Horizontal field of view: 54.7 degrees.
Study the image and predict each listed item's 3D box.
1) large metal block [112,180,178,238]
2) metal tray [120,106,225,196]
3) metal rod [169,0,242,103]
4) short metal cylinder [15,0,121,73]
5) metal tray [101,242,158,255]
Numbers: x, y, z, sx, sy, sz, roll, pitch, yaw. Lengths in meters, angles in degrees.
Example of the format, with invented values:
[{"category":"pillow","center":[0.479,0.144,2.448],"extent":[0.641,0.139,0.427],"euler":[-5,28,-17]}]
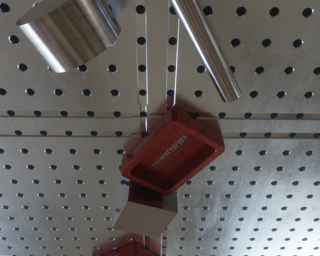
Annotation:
[{"category":"large metal block","center":[-0.025,0.130,0.506],"extent":[0.081,0.050,0.079],"euler":[17,128,-15]},{"category":"metal tray","center":[0.015,0.038,0.440],"extent":[0.090,0.030,0.129],"euler":[29,124,-23]},{"category":"metal rod","center":[0.014,-0.139,0.293],"extent":[0.025,0.025,0.300],"euler":[-23,127,18]},{"category":"short metal cylinder","center":[-0.084,-0.097,0.292],"extent":[0.080,0.080,0.050],"euler":[-20,127,16]},{"category":"metal tray","center":[-0.073,0.293,0.657],"extent":[0.130,0.030,0.090],"euler":[-30,124,23]}]
